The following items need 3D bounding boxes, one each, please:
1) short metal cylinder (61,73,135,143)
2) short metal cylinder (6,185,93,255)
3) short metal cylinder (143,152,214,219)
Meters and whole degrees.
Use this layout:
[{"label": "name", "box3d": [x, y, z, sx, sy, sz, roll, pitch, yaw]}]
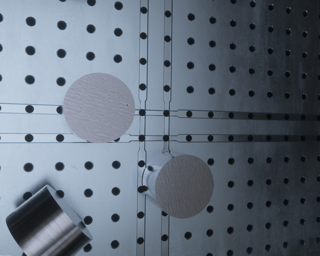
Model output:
[{"label": "short metal cylinder", "box3d": [-0.076, -0.023, 0.372, 0.081, 0.050, 0.079, 0, 90, -21]}, {"label": "short metal cylinder", "box3d": [-0.119, 0.109, 0.340, 0.050, 0.080, 0.080, -40, 103, -16]}, {"label": "short metal cylinder", "box3d": [0.023, 0.073, 0.409, 0.081, 0.050, 0.079, 0, 90, -20]}]
